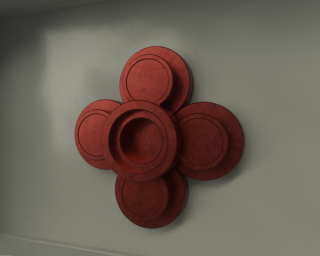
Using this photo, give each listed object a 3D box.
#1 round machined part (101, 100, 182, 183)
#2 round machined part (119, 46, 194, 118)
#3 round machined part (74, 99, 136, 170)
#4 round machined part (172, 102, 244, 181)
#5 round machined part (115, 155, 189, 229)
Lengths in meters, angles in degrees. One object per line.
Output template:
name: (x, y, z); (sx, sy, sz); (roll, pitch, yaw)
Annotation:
round machined part: (-0.019, 0.015, 0.384); (0.098, 0.042, 0.097); (0, 90, 20)
round machined part: (-0.009, -0.058, 0.401); (0.098, 0.042, 0.097); (0, 90, 20)
round machined part: (-0.077, 0.009, 0.426); (0.098, 0.042, 0.097); (0, 90, 20)
round machined part: (0.052, 0.016, 0.381); (0.098, 0.042, 0.097); (0, 90, 20)
round machined part: (-0.015, 0.083, 0.405); (0.098, 0.042, 0.097); (-1, 88, 18)
